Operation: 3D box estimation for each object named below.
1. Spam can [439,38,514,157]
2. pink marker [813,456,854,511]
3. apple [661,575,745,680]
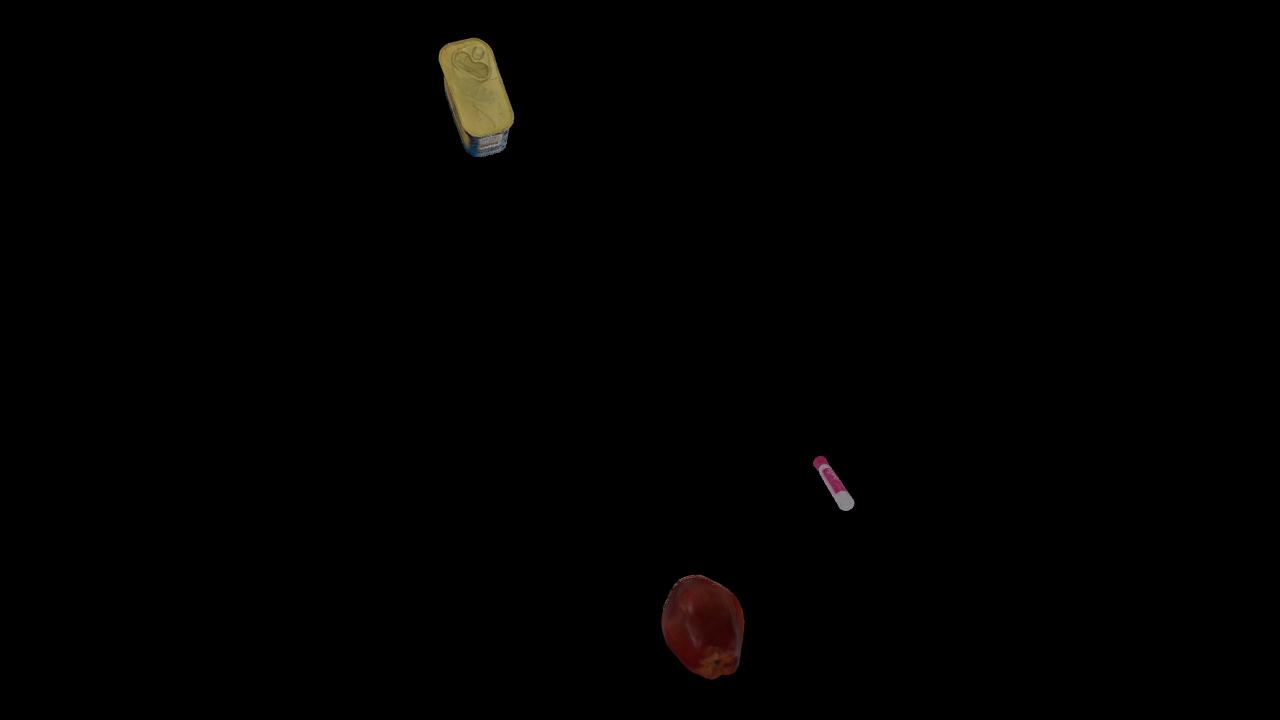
[{"bbox_3d":[-0.183,-0.288,0.688,0.058,0.101,0.085,-19,6,-15],"label":"Spam can"},{"bbox_3d":[0.239,0.151,0.768,0.020,0.020,0.121,0,15,1],"label":"pink marker"},{"bbox_3d":[0.059,0.247,0.576,0.079,0.079,0.093,0,26,-7],"label":"apple"}]
